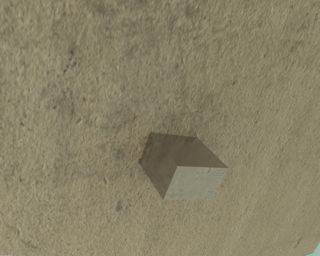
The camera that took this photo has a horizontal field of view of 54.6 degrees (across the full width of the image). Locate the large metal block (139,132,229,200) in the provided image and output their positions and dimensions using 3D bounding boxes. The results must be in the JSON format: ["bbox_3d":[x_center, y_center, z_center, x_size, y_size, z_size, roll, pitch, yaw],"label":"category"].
[{"bbox_3d":[0.030,0.051,0.418,0.081,0.080,0.050,7,115,-31],"label":"large metal block"}]
